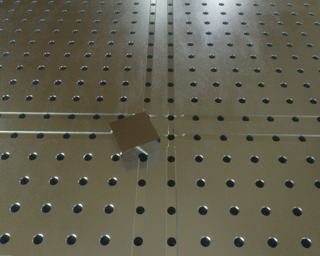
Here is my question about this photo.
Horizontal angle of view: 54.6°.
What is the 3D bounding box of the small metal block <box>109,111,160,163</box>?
[{"bbox_3d":[-0.033,0.011,0.399,0.050,0.025,0.050,-19,53,-15],"label":"small metal block"}]
